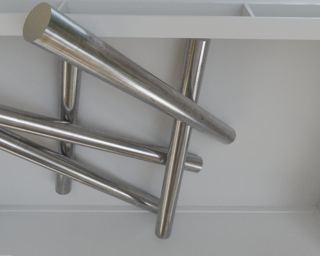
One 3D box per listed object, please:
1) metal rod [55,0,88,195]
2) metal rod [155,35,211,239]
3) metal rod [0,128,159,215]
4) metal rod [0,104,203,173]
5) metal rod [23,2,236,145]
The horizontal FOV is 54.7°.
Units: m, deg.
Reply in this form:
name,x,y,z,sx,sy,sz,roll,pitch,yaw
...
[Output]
name,x,y,z,sx,sy,sz,roll,pitch,yaw
metal rod,-0.117,-0.015,0.394,0.025,0.025,0.298,10,130,-9
metal rod,0.023,0.033,0.402,0.025,0.025,0.298,5,120,-5
metal rod,-0.105,0.066,0.437,0.025,0.025,0.301,-36,130,26
metal rod,-0.077,0.015,0.395,0.302,0.025,0.025,16,129,-24
metal rod,0.010,-0.025,0.300,0.025,0.025,0.301,-30,152,23
